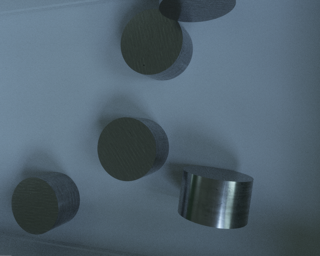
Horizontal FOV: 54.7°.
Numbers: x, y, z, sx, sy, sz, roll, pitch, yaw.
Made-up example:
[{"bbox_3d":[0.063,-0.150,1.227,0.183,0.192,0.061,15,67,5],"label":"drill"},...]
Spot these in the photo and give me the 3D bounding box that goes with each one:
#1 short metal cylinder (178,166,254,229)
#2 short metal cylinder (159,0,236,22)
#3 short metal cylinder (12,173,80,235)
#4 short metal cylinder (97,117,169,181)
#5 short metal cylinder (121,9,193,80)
[{"bbox_3d":[0.064,0.077,0.358,0.080,0.080,0.050,8,93,19],"label":"short metal cylinder"},{"bbox_3d":[0.039,-0.153,0.329,0.080,0.080,0.050,-3,86,19],"label":"short metal cylinder"},{"bbox_3d":[-0.167,0.108,0.454,0.080,0.050,0.079,0,90,19],"label":"short metal cylinder"},{"bbox_3d":[-0.034,0.026,0.408,0.080,0.050,0.079,0,90,19],"label":"short metal cylinder"},{"bbox_3d":[-0.003,-0.104,0.397,0.080,0.050,0.079,0,90,19],"label":"short metal cylinder"}]
